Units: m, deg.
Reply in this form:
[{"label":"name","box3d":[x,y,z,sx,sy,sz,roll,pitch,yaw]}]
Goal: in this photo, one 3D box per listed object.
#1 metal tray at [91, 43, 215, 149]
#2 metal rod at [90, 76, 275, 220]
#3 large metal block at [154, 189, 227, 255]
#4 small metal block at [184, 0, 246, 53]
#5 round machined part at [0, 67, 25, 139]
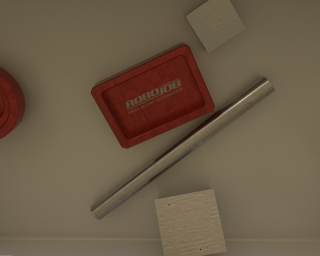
[{"label":"metal tray","box3d":[-0.008,-0.039,0.393,0.130,0.030,0.090,-24,109,8]},{"label":"metal rod","box3d":[0.022,0.033,0.423,0.300,0.025,0.025,-38,106,12]},{"label":"large metal block","box3d":[0.041,0.131,0.428,0.080,0.050,0.080,-11,78,3]},{"label":"small metal block","box3d":[0.064,-0.125,0.366,0.050,0.025,0.050,-33,107,11]},{"label":"round machined part","box3d":[-0.218,-0.035,0.386,0.099,0.042,0.097,0,110,-1]}]
